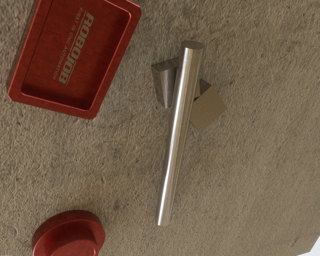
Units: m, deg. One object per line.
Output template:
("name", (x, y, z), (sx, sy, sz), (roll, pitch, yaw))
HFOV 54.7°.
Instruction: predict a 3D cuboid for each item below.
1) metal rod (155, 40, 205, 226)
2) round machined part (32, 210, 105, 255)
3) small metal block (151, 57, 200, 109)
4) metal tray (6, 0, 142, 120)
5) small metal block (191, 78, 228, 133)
("metal rod", (0.020, 0.031, 0.416), (0.025, 0.025, 0.298), (-11, 130, -23))
("round machined part", (-0.124, 0.166, 0.432), (0.099, 0.042, 0.097), (-14, 125, -21))
("small metal block", (0.020, -0.058, 0.384), (0.050, 0.025, 0.050), (-21, 127, -16))
("metal tray", (-0.086, -0.079, 0.308), (0.091, 0.030, 0.129), (15, 110, -35))
("small metal block", (0.056, -0.030, 0.421), (0.050, 0.025, 0.050), (-43, 130, 1))
